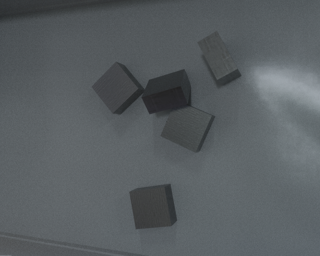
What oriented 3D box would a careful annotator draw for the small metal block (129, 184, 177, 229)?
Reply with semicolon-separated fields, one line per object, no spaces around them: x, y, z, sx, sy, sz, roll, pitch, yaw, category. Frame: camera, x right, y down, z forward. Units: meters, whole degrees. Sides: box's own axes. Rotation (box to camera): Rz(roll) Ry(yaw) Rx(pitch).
-0.009;0.104;0.413;0.050;0.025;0.050;-11;86;19;small metal block

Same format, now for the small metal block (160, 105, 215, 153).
0.036;-0.002;0.397;0.050;0.025;0.050;25;98;18;small metal block

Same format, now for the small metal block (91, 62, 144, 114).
-0.057;-0.055;0.430;0.050;0.025;0.050;-42;77;15;small metal block

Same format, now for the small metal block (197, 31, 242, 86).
0.073;-0.082;0.371;0.025;0.050;0.050;-29;81;18;small metal block

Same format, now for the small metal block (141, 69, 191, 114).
0.009;-0.046;0.390;0.050;0.050;0.025;-14;120;19;small metal block
